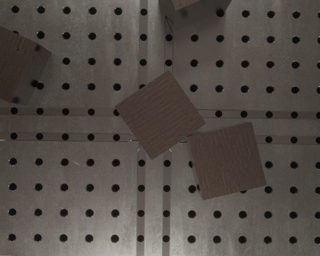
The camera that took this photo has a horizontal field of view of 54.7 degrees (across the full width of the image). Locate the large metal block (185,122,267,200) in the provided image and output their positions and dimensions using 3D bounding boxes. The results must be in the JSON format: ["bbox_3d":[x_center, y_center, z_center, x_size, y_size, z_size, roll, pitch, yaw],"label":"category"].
[{"bbox_3d":[0.082,0.040,0.402,0.080,0.050,0.080,-13,90,-1],"label":"large metal block"}]

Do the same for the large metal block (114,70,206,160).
[{"bbox_3d":[0.000,-0.016,0.401,0.080,0.050,0.080,-34,90,0],"label":"large metal block"}]

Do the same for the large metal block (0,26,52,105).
[{"bbox_3d":[-0.201,-0.083,0.398,0.080,0.050,0.080,25,90,-1],"label":"large metal block"}]

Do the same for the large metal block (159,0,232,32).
[{"bbox_3d":[0.045,-0.170,0.386,0.080,0.080,0.050,-23,90,0],"label":"large metal block"}]
